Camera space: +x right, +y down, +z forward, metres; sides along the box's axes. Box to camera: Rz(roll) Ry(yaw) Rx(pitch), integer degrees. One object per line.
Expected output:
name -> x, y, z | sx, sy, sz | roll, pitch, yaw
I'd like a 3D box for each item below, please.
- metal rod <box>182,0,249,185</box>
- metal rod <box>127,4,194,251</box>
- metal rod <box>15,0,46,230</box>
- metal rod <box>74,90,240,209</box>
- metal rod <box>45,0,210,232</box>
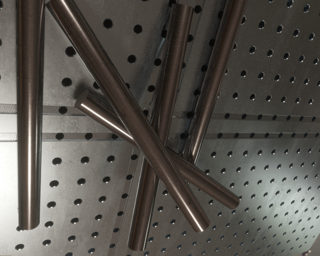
metal rod -> 0.064, -0.034, 0.426 | 0.025, 0.025, 0.298 | -1, 119, -28
metal rod -> -0.002, 0.009, 0.372 | 0.025, 0.025, 0.298 | 4, 103, -31
metal rod -> -0.139, -0.010, 0.330 | 0.025, 0.025, 0.298 | -3, 120, -28
metal rod -> 0.016, 0.044, 0.423 | 0.301, 0.025, 0.025 | 37, 97, -32
metal rod -> -0.022, 0.000, 0.337 | 0.025, 0.025, 0.299 | -34, 110, -7
